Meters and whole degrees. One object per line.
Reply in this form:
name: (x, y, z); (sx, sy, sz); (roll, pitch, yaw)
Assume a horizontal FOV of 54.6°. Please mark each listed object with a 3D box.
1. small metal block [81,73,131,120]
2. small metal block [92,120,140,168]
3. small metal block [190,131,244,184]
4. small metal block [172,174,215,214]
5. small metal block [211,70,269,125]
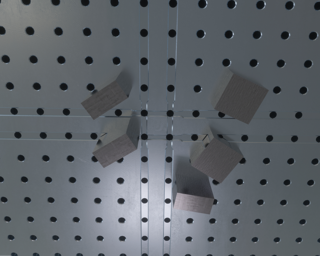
small metal block: (-0.065, -0.041, 0.385); (0.050, 0.050, 0.025); (-31, 107, 11)
small metal block: (-0.056, 0.020, 0.407); (0.050, 0.050, 0.025); (-30, 107, 10)
small metal block: (0.078, 0.040, 0.429); (0.050, 0.025, 0.050); (32, 107, -11)
small metal block: (0.045, 0.092, 0.434); (0.050, 0.050, 0.025); (10, 110, -4)
small metal block: (0.102, -0.040, 0.399); (0.050, 0.025, 0.050); (23, 108, -9)
